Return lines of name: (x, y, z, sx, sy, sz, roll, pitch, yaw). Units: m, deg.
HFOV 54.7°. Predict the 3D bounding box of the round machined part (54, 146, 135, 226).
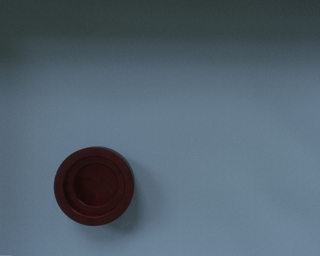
round machined part: (-0.082, 0.072, 0.402, 0.099, 0.042, 0.097, 0, 90, -1)
